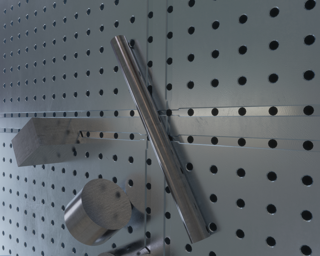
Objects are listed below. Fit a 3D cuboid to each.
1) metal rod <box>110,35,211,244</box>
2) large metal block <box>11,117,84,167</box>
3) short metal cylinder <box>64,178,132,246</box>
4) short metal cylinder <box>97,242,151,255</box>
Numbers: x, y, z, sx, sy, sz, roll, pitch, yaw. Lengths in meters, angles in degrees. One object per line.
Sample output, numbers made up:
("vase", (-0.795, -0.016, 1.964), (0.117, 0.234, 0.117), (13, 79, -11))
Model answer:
("metal rod", (-0.006, 0.002, 0.414), (0.025, 0.025, 0.299), (-35, 68, 34))
("large metal block", (-0.194, 0.024, 0.533), (0.080, 0.081, 0.050), (-36, 68, 34))
("short metal cylinder", (-0.089, 0.120, 0.447), (0.050, 0.081, 0.080), (-46, 63, 30))
("short metal cylinder", (-0.050, 0.208, 0.435), (0.080, 0.050, 0.079), (0, 90, 40))
